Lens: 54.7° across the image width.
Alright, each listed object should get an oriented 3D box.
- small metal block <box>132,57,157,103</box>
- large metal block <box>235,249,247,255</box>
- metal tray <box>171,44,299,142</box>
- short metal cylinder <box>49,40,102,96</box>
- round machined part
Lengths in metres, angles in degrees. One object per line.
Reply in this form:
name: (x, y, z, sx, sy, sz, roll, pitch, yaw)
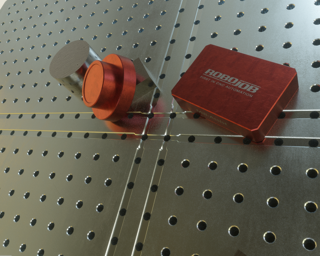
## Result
small metal block: (-0.040, -0.072, 0.474, 0.050, 0.025, 0.050, -32, 52, 7)
large metal block: (0.081, 0.161, 0.251, 0.080, 0.050, 0.080, 30, 78, 37)
metal tray: (0.090, -0.049, 0.388, 0.130, 0.030, 0.090, 30, 78, 37)
short metal cylinder: (-0.139, -0.102, 0.528, 0.080, 0.050, 0.080, -13, 56, 21)
round machined part: (-0.079, -0.060, 0.448, 0.098, 0.042, 0.098, -15, 71, 50)
